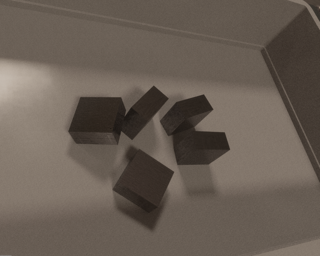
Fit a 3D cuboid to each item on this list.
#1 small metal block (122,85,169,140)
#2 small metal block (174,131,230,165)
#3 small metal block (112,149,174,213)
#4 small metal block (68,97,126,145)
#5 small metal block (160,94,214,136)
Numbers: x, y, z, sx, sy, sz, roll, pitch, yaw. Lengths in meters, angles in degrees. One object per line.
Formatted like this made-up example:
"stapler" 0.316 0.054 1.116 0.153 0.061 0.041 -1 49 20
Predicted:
"small metal block" -0.022 -0.019 0.391 0.025 0.050 0.050 41 51 -1
"small metal block" 0.053 0.027 0.404 0.050 0.050 0.025 3 61 -27
"small metal block" -0.018 0.061 0.360 0.050 0.025 0.050 34 51 -6
"small metal block" -0.071 -0.009 0.359 0.050 0.025 0.050 1 55 10
"small metal block" 0.035 -0.017 0.421 0.050 0.050 0.025 -18 72 -35
